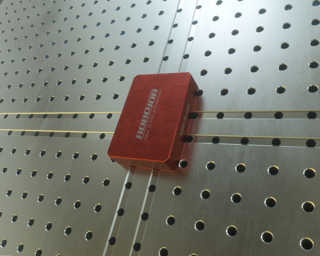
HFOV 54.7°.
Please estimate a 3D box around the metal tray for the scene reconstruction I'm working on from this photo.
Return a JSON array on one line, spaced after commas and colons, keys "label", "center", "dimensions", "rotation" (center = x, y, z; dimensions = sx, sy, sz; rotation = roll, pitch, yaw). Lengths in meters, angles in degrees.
[{"label": "metal tray", "center": [-0.008, -0.012, 0.414], "dimensions": [0.090, 0.030, 0.130], "rotation": [2, 63, 29]}]
